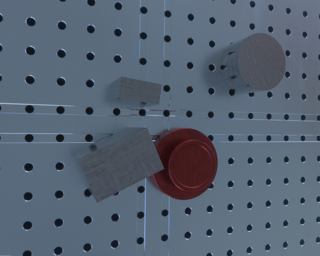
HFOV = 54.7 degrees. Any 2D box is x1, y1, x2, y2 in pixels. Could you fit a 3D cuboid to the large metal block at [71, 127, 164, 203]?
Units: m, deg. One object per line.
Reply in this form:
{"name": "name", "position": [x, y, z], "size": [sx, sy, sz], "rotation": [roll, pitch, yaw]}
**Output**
{"name": "large metal block", "position": [-0.053, 0.038, 0.365], "size": [0.081, 0.080, 0.050], "rotation": [-25, 99, -19]}

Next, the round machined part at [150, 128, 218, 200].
{"name": "round machined part", "position": [0.036, 0.049, 0.418], "size": [0.099, 0.042, 0.097], "rotation": [0, 90, -20]}

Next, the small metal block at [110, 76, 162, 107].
{"name": "small metal block", "position": [-0.032, -0.044, 0.388], "size": [0.050, 0.050, 0.025], "rotation": [8, 87, -20]}

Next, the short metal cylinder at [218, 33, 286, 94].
{"name": "short metal cylinder", "position": [0.133, -0.091, 0.450], "size": [0.081, 0.050, 0.079], "rotation": [0, 90, -21]}
